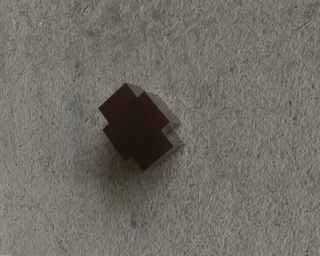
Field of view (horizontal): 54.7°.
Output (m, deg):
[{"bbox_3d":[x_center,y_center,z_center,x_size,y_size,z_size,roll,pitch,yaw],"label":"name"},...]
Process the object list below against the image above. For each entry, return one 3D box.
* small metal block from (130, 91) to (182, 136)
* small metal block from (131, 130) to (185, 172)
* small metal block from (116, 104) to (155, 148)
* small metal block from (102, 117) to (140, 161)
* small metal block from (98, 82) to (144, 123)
[{"bbox_3d":[-0.004,-0.018,0.397,0.025,0.050,0.050,-42,77,15],"label":"small metal block"},{"bbox_3d":[-0.001,0.028,0.396,0.050,0.050,0.025,-41,78,15],"label":"small metal block"},{"bbox_3d":[-0.023,-0.002,0.403,0.025,0.050,0.050,-42,77,15],"label":"small metal block"},{"bbox_3d":[-0.041,0.014,0.410,0.025,0.050,0.050,-42,77,15],"label":"small metal block"},{"bbox_3d":[-0.045,-0.031,0.411,0.050,0.050,0.025,-41,78,15],"label":"small metal block"}]
